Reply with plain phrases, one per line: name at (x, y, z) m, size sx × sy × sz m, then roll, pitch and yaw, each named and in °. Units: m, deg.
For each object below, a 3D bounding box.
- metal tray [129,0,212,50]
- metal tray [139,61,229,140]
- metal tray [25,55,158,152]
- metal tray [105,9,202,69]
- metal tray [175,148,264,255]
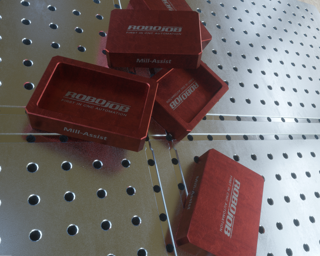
metal tray at (0.019, -0.186, 0.530) m, size 0.091 × 0.030 × 0.130 m, roll -24°, pitch 75°, yaw -37°
metal tray at (0.036, -0.053, 0.458) m, size 0.090 × 0.030 × 0.131 m, roll 44°, pitch 51°, yaw 2°
metal tray at (-0.074, -0.030, 0.363) m, size 0.131 × 0.030 × 0.090 m, roll 14°, pitch 55°, yaw -4°
metal tray at (-0.008, -0.131, 0.450) m, size 0.131 × 0.030 × 0.090 m, roll 1°, pitch 58°, yaw -1°
metal tray at (0.080, 0.100, 0.389) m, size 0.090 × 0.030 × 0.130 m, roll 30°, pitch 52°, yaw -10°
